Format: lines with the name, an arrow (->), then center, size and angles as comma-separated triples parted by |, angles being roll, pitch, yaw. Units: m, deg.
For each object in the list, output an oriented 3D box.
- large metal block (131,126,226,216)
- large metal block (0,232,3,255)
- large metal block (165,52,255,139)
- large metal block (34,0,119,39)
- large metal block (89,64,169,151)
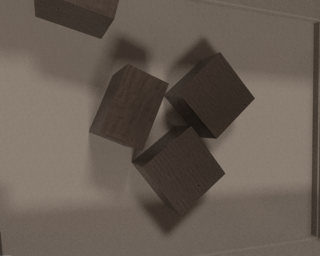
large metal block -> 0.024, 0.053, 0.407 | 0.080, 0.050, 0.080 | -40, 103, -16
large metal block -> -0.206, 0.147, 0.306 | 0.081, 0.080, 0.050 | -4, 92, -20
large metal block -> 0.067, -0.042, 0.423 | 0.080, 0.050, 0.080 | -45, 104, -15
large metal block -> -0.092, -0.147, 0.347 | 0.081, 0.080, 0.050 | 15, 85, -20
large metal block -> -0.040, -0.022, 0.367 | 0.050, 0.080, 0.080 | 24, 82, -19
